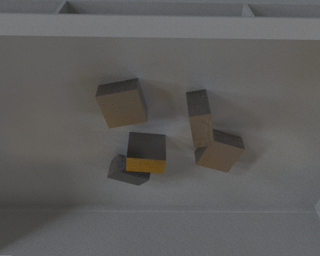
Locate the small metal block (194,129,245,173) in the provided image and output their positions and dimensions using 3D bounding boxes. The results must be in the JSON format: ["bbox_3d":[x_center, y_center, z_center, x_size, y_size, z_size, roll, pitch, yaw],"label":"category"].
[{"bbox_3d":[0.083,0.032,0.437,0.050,0.025,0.050,16,128,-13],"label":"small metal block"}]

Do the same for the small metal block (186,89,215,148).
[{"bbox_3d":[0.050,-0.012,0.383,0.025,0.050,0.050,-8,130,7],"label":"small metal block"}]

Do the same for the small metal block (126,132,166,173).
[{"bbox_3d":[-0.019,0.033,0.420,0.050,0.050,0.025,5,130,-4],"label":"small metal block"}]

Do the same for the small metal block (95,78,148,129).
[{"bbox_3d":[-0.046,-0.030,0.383,0.050,0.025,0.050,-10,130,8],"label":"small metal block"}]

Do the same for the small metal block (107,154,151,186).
[{"bbox_3d":[-0.045,0.062,0.448,0.050,0.025,0.050,18,156,-15],"label":"small metal block"}]
